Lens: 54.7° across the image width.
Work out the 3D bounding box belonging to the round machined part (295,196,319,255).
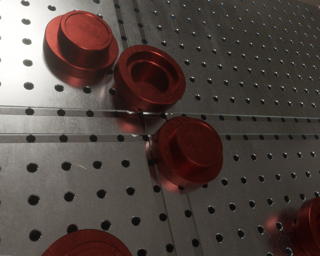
[{"bbox_3d":[0.231,0.149,0.434,0.099,0.042,0.098,14,56,-21],"label":"round machined part"}]

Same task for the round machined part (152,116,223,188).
[{"bbox_3d":[0.043,0.026,0.406,0.099,0.042,0.098,14,56,-21],"label":"round machined part"}]

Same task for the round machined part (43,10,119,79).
[{"bbox_3d":[-0.102,-0.117,0.415,0.099,0.042,0.098,14,56,-21],"label":"round machined part"}]

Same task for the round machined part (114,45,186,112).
[{"bbox_3d":[-0.017,-0.064,0.428,0.099,0.042,0.098,14,56,-21],"label":"round machined part"}]

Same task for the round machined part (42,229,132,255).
[{"bbox_3d":[-0.064,0.141,0.278,0.099,0.042,0.098,14,56,-21],"label":"round machined part"}]
